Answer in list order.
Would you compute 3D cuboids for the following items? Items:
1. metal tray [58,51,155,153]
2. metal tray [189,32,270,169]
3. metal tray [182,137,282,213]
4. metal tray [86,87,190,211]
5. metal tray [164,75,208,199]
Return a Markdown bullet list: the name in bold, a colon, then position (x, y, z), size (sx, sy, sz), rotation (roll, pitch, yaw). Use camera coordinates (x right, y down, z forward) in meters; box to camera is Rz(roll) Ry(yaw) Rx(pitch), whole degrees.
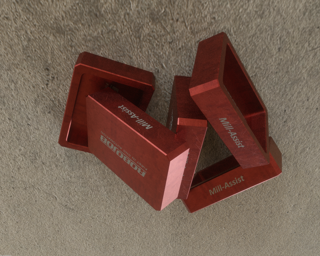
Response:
- **metal tray**: position (-0.069, -0.021, 0.387), size (0.091, 0.030, 0.129), rotation (15, 128, -13)
- **metal tray**: position (0.082, -0.027, 0.341), size (0.030, 0.090, 0.130), rotation (-17, 130, 32)
- **metal tray**: position (0.097, 0.062, 0.420), size (0.130, 0.090, 0.030), rotation (-31, 89, 23)
- **metal tray**: position (-0.032, 0.022, 0.353), size (0.130, 0.030, 0.089), rotation (36, 137, 28)
- **metal tray**: position (0.025, 0.013, 0.378), size (0.030, 0.090, 0.129), rotation (5, 131, -5)
